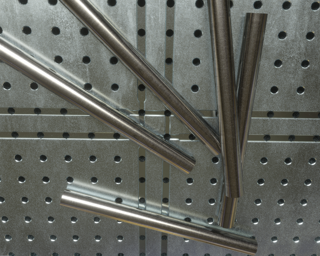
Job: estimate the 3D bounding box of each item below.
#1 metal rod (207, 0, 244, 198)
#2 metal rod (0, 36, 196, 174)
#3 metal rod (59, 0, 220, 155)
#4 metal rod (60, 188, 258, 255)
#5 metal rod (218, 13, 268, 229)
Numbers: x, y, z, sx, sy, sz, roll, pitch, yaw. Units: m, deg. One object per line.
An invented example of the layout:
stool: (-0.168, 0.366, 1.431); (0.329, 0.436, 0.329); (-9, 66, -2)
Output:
metal rod: (0.080, -0.054, 0.379); (0.025, 0.025, 0.298); (-8, 105, 2)
metal rod: (-0.082, -0.025, 0.402); (0.301, 0.025, 0.025); (33, 107, -12)
metal rod: (-0.022, -0.073, 0.386); (0.025, 0.025, 0.300); (-42, 105, 14)
metal rod: (0.003, 0.143, 0.466); (0.302, 0.025, 0.025); (17, 109, -7)
metal rod: (0.107, 0.004, 0.416); (0.025, 0.025, 0.298); (2, 110, -1)
